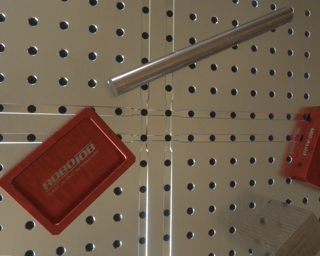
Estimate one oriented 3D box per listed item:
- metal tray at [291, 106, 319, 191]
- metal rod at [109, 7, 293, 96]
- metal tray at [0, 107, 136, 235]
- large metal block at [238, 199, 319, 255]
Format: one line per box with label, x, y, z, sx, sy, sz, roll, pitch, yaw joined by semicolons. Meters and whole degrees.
metal tray;0.279;0.038;0.513;0.091;0.030;0.130;23;82;-19
metal rod;0.070;-0.114;0.438;0.302;0.025;0.025;-26;99;-18
metal tray;-0.106;0.048;0.370;0.130;0.030;0.090;-43;104;-15
large metal block;0.177;0.157;0.449;0.080;0.080;0.050;-39;103;-16
